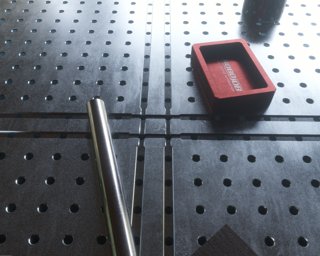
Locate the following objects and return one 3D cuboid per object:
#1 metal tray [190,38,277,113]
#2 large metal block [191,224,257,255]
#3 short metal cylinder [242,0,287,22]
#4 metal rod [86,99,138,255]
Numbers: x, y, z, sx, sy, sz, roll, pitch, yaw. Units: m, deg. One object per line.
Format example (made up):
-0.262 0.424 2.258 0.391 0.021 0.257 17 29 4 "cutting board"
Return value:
0.107 -0.084 0.476 0.091 0.030 0.130 -8 51 -8 "metal tray"
0.056 0.147 0.268 0.081 0.050 0.080 -32 57 -24 "large metal block"
0.206 -0.252 0.606 0.081 0.050 0.080 0 50 0 "short metal cylinder"
-0.051 0.079 0.340 0.025 0.025 0.300 -12 51 -10 "metal rod"
